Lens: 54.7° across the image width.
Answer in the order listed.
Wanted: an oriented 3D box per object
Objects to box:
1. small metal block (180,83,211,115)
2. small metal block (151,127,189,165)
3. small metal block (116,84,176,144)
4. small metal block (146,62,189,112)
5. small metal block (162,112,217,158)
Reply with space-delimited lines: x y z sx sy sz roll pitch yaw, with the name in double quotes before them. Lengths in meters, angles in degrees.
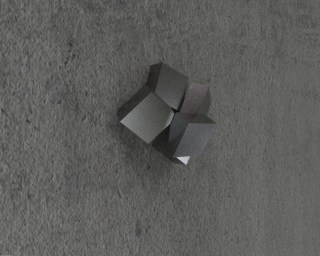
"small metal block" 0.051 -0.028 0.437 0.050 0.025 0.050 62 47 -64
"small metal block" 0.022 0.016 0.427 0.050 0.025 0.050 40 66 -33
"small metal block" -0.016 -0.017 0.380 0.050 0.025 0.050 -43 124 9
"small metal block" 0.008 -0.053 0.415 0.050 0.025 0.050 22 76 -38
"small metal block" 0.037 0.009 0.392 0.050 0.025 0.050 0 123 -40
